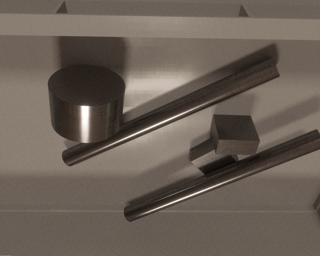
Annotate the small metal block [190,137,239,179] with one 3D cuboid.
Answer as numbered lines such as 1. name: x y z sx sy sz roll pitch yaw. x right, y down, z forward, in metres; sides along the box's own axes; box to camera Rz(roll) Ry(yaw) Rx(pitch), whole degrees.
1. small metal block: 0.079 0.042 0.446 0.050 0.025 0.050 -31 124 23

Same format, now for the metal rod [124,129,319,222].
1. metal rod: 0.077 0.075 0.441 0.300 0.025 0.025 -26 126 20

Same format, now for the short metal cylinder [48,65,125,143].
1. short metal cylinder: -0.081 -0.029 0.347 0.081 0.080 0.050 7 130 -6

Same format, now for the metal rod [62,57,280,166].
1. metal rod: 0.000 -0.013 0.397 0.300 0.025 0.025 -23 127 18

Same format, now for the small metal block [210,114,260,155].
1. small metal block: 0.096 0.008 0.401 0.050 0.050 0.025 2 130 -2
